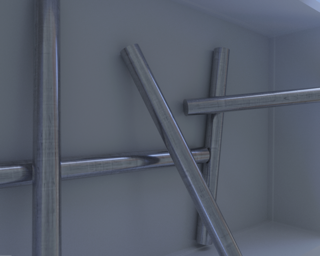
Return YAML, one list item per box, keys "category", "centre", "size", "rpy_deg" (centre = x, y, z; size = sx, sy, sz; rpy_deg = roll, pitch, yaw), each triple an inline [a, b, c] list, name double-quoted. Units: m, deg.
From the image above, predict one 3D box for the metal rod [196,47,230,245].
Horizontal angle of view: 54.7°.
- category: "metal rod"
  centre: [0.082, 0.024, 0.477]
  size: [0.025, 0.025, 0.298]
  rpy_deg: [10, 84, -40]

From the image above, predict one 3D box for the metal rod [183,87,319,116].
- category: "metal rod"
  centre: [0.183, -0.045, 0.477]
  size: [0.302, 0.025, 0.025]
  rpy_deg: [-6, 95, -13]

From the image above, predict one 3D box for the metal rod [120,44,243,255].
- category: "metal rod"
  centre: [0.028, 0.037, 0.375]
  size: [0.025, 0.025, 0.299]
  rpy_deg: [-25, 88, -38]

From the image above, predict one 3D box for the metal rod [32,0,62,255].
- category: "metal rod"
  centre: [-0.106, 0.013, 0.290]
  size: [0.025, 0.025, 0.298]
  rpy_deg: [4, 79, -40]

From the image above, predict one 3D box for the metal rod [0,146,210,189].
- category: "metal rod"
  centre: [-0.051, 0.042, 0.365]
  size: [0.302, 0.025, 0.025]
  rpy_deg: [-1, 91, -40]
